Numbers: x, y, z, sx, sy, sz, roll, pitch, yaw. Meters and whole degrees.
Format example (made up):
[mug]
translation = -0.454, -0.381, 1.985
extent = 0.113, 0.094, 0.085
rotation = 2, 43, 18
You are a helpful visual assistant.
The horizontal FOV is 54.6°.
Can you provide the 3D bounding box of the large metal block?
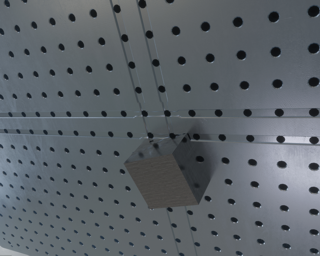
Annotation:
[large metal block]
translation = 0.011, 0.061, 0.428
extent = 0.080, 0.050, 0.080
rotation = -15, 111, 34
